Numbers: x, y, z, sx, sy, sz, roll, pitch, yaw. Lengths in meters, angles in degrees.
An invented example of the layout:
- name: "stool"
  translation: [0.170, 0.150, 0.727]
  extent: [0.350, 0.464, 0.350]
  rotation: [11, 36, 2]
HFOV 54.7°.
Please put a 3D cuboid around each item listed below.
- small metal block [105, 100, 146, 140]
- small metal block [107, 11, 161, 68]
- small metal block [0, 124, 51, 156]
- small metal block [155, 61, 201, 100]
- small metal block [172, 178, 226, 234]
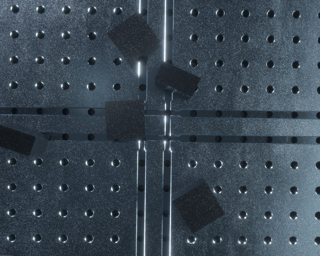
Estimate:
- name: "small metal block"
  translation: [-0.045, -0.011, 0.413]
  extent: [0.050, 0.025, 0.050]
  rotation: [-3, 90, -1]
- name: "small metal block"
  translation: [-0.034, -0.117, 0.413]
  extent: [0.050, 0.025, 0.050]
  rotation: [-36, 90, 0]
- name: "small metal block"
  translation: [-0.178, 0.014, 0.399]
  extent: [0.050, 0.050, 0.025]
  rotation: [19, 90, -1]
- name: "small metal block"
  translation: [0.021, -0.060, 0.401]
  extent: [0.050, 0.050, 0.025]
  rotation: [25, 90, -1]
- name: "small metal block"
  translation: [0.051, 0.103, 0.414]
  extent: [0.050, 0.025, 0.050]
  rotation: [-31, 90, -1]
